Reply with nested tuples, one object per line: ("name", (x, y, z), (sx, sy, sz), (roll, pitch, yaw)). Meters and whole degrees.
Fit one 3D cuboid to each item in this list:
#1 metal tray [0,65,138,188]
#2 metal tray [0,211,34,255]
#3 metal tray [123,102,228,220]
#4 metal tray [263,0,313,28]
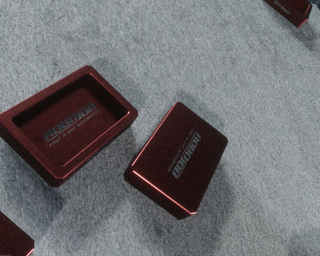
("metal tray", (-0.099, -0.008, 0.352), (0.090, 0.030, 0.131), (44, 51, 2))
("metal tray", (-0.178, 0.115, 0.235), (0.090, 0.030, 0.131), (42, 51, 0))
("metal tray", (0.025, 0.037, 0.393), (0.090, 0.030, 0.130), (37, 51, -4))
("metal tray", (0.311, -0.315, 0.764), (0.130, 0.030, 0.090), (38, 51, -3))
